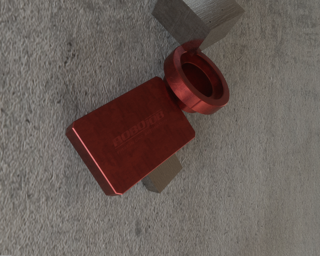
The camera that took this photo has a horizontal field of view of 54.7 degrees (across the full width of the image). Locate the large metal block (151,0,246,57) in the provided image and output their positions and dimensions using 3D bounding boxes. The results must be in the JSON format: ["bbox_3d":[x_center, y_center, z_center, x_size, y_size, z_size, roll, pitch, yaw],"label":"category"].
[{"bbox_3d":[0.051,-0.153,0.410,0.080,0.050,0.080,48,55,6],"label":"large metal block"}]

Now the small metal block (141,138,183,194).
[{"bbox_3d":[-0.004,0.048,0.404,0.050,0.025,0.050,-44,117,-31],"label":"small metal block"}]

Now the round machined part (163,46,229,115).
[{"bbox_3d":[0.043,-0.059,0.414,0.099,0.042,0.098,25,46,-28],"label":"round machined part"}]

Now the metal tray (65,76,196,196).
[{"bbox_3d":[-0.029,0.006,0.361,0.131,0.030,0.090,-35,95,-33],"label":"metal tray"}]
